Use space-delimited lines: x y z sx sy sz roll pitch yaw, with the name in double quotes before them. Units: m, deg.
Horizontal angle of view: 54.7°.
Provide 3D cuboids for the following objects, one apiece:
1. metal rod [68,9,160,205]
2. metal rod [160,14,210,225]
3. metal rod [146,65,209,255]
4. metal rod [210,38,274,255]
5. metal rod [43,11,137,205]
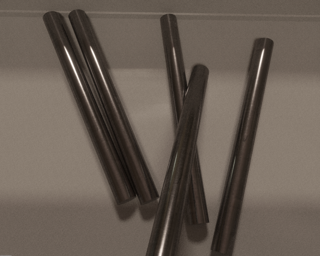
"metal rod" -0.069 -0.041 0.423 0.025 0.025 0.299 -21 72 -8
"metal rod" 0.029 -0.025 0.419 0.025 0.025 0.299 -6 70 -3
"metal rod" 0.026 0.024 0.337 0.025 0.025 0.300 13 46 4
"metal rod" 0.113 0.009 0.407 0.025 0.025 0.299 16 71 5
"metal rod" -0.102 -0.039 0.422 0.025 0.025 0.299 -23 72 -8
